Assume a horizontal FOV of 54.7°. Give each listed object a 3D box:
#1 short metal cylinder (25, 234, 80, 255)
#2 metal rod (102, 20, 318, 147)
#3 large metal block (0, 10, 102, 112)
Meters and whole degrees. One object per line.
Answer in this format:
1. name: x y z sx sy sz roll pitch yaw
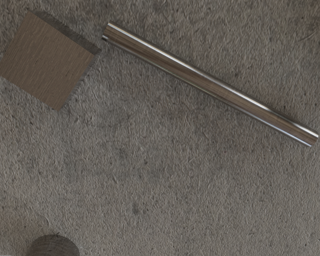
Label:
1. short metal cylinder: -0.169 0.212 0.473 0.081 0.050 0.079 0 110 0
2. metal rod: 0.070 -0.051 0.391 0.301 0.025 0.025 26 108 -10
3. large metal block: -0.128 -0.080 0.366 0.080 0.050 0.080 34 106 -12
